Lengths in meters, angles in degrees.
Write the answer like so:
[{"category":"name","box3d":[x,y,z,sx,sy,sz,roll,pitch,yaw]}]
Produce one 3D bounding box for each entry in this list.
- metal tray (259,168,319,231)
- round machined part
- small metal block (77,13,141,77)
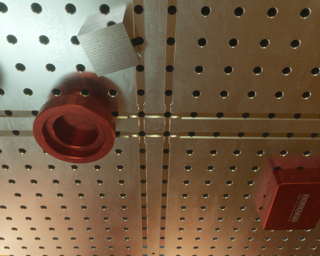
[{"category":"metal tray","box3d":[0.225,0.122,0.516,0.091,0.030,0.129,-2,130,1]},{"category":"round machined part","box3d":[-0.106,-0.003,0.397,0.099,0.042,0.097,-1,130,0]},{"category":"small metal block","box3d":[-0.053,-0.089,0.335,0.050,0.025,0.050,-14,129,11]}]
